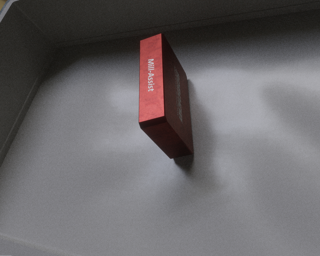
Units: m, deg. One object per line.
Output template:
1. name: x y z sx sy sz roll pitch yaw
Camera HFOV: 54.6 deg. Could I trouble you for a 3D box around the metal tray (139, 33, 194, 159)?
1. metal tray: 0.008 -0.039 0.381 0.030 0.090 0.130 -14 56 19
